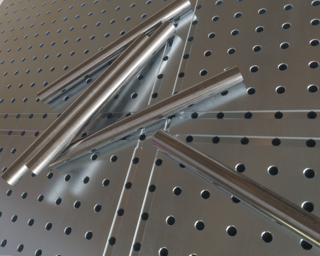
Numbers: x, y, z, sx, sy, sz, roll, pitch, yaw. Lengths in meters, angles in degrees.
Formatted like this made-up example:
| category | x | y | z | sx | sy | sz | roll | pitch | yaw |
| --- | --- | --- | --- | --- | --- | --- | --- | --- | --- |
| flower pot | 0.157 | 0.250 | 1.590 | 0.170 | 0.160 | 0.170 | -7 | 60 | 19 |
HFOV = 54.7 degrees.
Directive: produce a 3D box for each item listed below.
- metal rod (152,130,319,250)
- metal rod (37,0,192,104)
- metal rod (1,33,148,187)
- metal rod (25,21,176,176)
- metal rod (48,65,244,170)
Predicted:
| category | x | y | z | sx | sy | sz | roll | pitch | yaw |
| --- | --- | --- | --- | --- | --- | --- | --- | --- | --- |
| metal rod | 0.103 | 0.072 | 0.308 | 0.300 | 0.025 | 0.025 | 29 | 78 | 37 |
| metal rod | -0.081 | -0.131 | 0.528 | 0.300 | 0.025 | 0.025 | -32 | 52 | 7 |
| metal rod | -0.118 | -0.036 | 0.471 | 0.025 | 0.025 | 0.300 | 30 | 72 | 37 |
| metal rod | -0.079 | -0.052 | 0.459 | 0.025 | 0.025 | 0.300 | 29 | 71 | 37 |
| metal rod | -0.031 | -0.009 | 0.428 | 0.301 | 0.025 | 0.025 | -24 | 53 | 13 |
